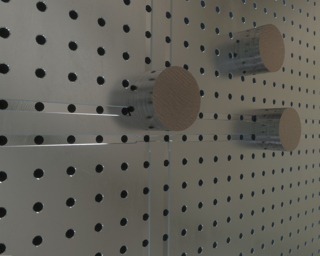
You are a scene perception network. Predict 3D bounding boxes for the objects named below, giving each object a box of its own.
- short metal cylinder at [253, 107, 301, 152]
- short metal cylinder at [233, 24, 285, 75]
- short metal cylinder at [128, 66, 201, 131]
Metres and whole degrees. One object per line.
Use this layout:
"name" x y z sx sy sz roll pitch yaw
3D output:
"short metal cylinder" 0.219 0.002 0.576 0.081 0.050 0.079 0 90 -40
"short metal cylinder" 0.172 -0.134 0.536 0.081 0.050 0.079 0 90 -40
"short metal cylinder" 0.006 -0.036 0.398 0.081 0.050 0.079 0 90 -40
